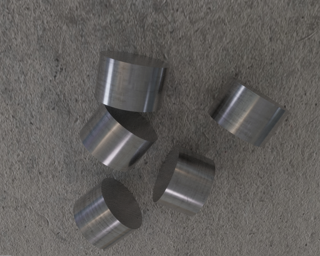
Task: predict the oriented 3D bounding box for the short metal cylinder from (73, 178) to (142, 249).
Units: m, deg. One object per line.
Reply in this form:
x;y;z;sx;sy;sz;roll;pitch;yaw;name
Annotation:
-0.070;0.115;0.422;0.050;0.080;0.080;-38;106;13;short metal cylinder

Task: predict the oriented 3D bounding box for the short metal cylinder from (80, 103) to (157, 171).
-0.050;0.007;0.383;0.080;0.080;0.050;37;106;-13;short metal cylinder

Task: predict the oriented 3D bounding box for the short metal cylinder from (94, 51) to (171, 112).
-0.032;-0.056;0.359;0.081;0.080;0.050;11;110;-4;short metal cylinder

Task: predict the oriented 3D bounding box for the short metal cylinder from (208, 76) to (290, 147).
0.105;-0.020;0.374;0.080;0.080;0.050;28;108;-10;short metal cylinder

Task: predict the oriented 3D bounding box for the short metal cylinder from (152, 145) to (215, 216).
0.030;0.068;0.406;0.050;0.080;0.080;24;108;-9;short metal cylinder
